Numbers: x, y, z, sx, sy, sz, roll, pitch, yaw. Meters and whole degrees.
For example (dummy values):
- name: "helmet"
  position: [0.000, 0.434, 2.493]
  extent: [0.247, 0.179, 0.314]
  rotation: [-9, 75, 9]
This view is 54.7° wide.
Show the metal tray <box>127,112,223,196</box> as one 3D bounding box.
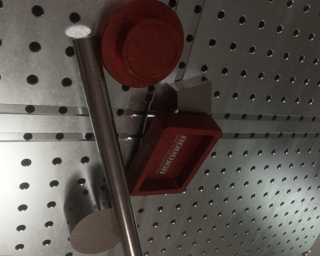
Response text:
- name: "metal tray"
  position: [0.016, 0.040, 0.423]
  extent: [0.091, 0.030, 0.129]
  rotation: [4, 130, -31]

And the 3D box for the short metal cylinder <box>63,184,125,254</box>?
- name: "short metal cylinder"
  position: [-0.087, 0.125, 0.426]
  extent: [0.081, 0.050, 0.079]
  rotation: [-14, 125, -21]

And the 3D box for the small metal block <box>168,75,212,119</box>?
- name: "small metal block"
  position: [0.040, -0.038, 0.412]
  extent: [0.050, 0.025, 0.050]
  rotation: [-18, 126, -19]

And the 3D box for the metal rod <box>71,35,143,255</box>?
- name: "metal rod"
  position: [-0.055, 0.045, 0.366]
  extent: [0.025, 0.025, 0.298]
  rotation: [-17, 112, -19]

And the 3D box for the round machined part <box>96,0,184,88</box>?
- name: "round machined part"
  position: [-0.016, -0.089, 0.338]
  extent: [0.099, 0.042, 0.097]
  rotation: [-14, 125, -21]
